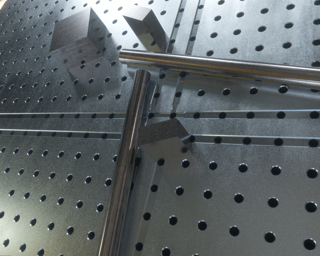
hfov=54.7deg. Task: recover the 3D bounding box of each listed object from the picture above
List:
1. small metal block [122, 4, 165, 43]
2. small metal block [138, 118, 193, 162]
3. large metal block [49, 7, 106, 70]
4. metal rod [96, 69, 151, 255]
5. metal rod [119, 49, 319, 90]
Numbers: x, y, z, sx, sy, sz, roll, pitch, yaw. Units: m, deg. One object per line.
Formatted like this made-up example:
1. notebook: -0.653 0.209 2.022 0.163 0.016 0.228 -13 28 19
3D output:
1. small metal block: -0.027 -0.173 0.513 0.050 0.050 0.025 30 79 37
2. small metal block: 0.007 0.016 0.379 0.050 0.050 0.025 -15 56 20
3. large metal block: -0.150 -0.165 0.572 0.080 0.050 0.080 -16 55 19
4. metal rod: -0.046 0.050 0.401 0.025 0.025 0.300 -6 59 25
5. metal rod: 0.062 -0.086 0.428 0.300 0.025 0.025 15 69 34
